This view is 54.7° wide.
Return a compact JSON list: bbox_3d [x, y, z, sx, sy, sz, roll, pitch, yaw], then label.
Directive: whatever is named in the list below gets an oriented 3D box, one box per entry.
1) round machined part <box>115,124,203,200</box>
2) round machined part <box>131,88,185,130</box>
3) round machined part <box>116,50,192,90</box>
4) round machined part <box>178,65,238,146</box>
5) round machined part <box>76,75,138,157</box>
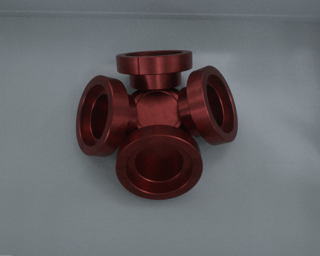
[{"bbox_3d":[-0.001,0.036,0.366,0.099,0.097,0.042,-1,34,-1],"label":"round machined part"},{"bbox_3d":[-0.003,-0.014,0.403,0.099,0.042,0.098,0,70,-1],"label":"round machined part"},{"bbox_3d":[-0.007,-0.077,0.407,0.099,0.098,0.042,-3,108,-2],"label":"round machined part"},{"bbox_3d":[0.058,-0.025,0.390,0.042,0.098,0.098,-16,66,32],"label":"round machined part"},{"bbox_3d":[-0.064,-0.013,0.383,0.042,0.098,0.098,9,65,-37],"label":"round machined part"}]
